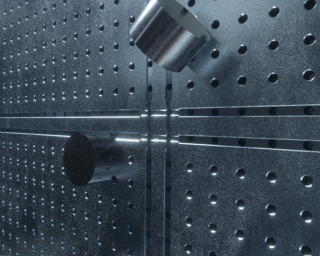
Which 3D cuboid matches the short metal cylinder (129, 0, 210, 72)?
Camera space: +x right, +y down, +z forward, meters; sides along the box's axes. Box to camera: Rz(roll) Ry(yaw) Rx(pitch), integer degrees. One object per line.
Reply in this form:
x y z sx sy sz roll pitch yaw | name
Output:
0.012 -0.112 0.364 0.050 0.081 0.080 -46 63 30 | short metal cylinder

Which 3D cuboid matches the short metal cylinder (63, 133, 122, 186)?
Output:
-0.106 0.047 0.481 0.080 0.050 0.079 0 90 40 | short metal cylinder
